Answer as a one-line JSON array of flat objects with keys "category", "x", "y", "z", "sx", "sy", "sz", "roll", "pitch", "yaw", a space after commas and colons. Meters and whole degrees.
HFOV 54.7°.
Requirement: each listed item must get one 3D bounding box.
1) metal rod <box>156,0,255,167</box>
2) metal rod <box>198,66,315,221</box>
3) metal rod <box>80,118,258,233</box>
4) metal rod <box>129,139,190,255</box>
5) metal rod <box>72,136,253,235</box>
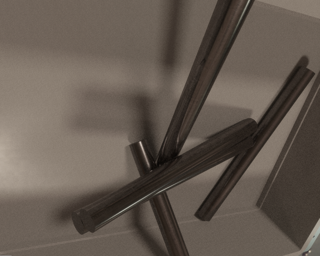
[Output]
[{"category": "metal rod", "x": 0.028, "y": -0.013, "z": 0.340, "sx": 0.025, "sy": 0.025, "sz": 0.298, "roll": -12, "pitch": 148, "yaw": -22}, {"category": "metal rod", "x": 0.154, "y": 0.034, "z": 0.516, "sx": 0.025, "sy": 0.025, "sz": 0.298, "roll": 21, "pitch": 107, "yaw": -36}, {"category": "metal rod", "x": 0.037, "y": 0.042, "z": 0.392, "sx": 0.302, "sy": 0.025, "sz": 0.025, "roll": -24, "pitch": 130, "yaw": -40}, {"category": "metal rod", "x": 0.022, "y": 0.159, "z": 0.413, "sx": 0.025, "sy": 0.025, "sz": 0.298, "roll": -21, "pitch": 91, "yaw": -17}, {"category": "metal rod", "x": 0.028, "y": 0.059, "z": 0.409, "sx": 0.302, "sy": 0.025, "sz": 0.025, "roll": -19, "pitch": 128, "yaw": -38}]
